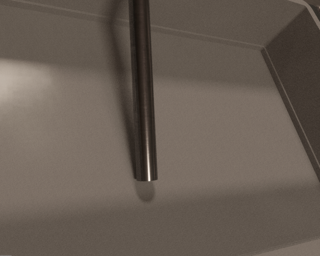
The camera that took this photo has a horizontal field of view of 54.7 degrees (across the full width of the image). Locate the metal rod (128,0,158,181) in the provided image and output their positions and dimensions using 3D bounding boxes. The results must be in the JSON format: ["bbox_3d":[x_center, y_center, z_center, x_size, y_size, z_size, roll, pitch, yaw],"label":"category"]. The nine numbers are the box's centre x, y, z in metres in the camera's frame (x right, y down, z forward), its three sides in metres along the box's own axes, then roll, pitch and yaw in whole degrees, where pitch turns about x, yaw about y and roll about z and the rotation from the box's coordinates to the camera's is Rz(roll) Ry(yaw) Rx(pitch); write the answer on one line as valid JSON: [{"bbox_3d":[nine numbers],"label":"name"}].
[{"bbox_3d":[-0.022,-0.088,0.370,0.025,0.025,0.298,-2,88,-29],"label":"metal rod"}]
